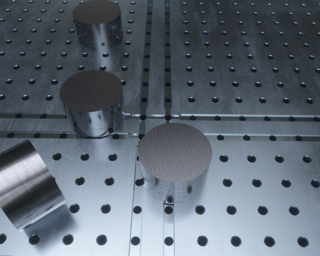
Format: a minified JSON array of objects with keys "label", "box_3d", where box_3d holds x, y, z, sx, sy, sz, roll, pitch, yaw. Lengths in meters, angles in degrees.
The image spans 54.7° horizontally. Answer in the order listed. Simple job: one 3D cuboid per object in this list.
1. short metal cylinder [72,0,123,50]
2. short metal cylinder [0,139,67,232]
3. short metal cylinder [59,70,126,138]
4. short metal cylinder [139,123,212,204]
[{"label":"short metal cylinder","box_3d":[-0.107,-0.182,0.543,0.081,0.050,0.080,0,50,0]},{"label":"short metal cylinder","box_3d":[-0.140,0.058,0.321,0.050,0.080,0.080,-31,57,-24]},{"label":"short metal cylinder","box_3d":[-0.089,-0.034,0.418,0.081,0.050,0.080,0,50,0]},{"label":"short metal cylinder","box_3d":[0.017,0.040,0.358,0.081,0.050,0.080,0,50,0]}]
